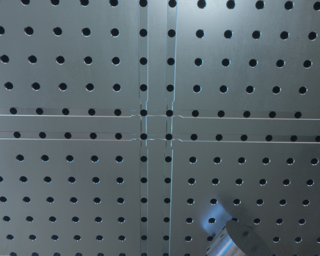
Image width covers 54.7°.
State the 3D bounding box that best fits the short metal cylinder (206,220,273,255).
[{"bbox_3d":[0.115,0.182,0.452,0.080,0.080,0.050,29,108,-10],"label":"short metal cylinder"}]
